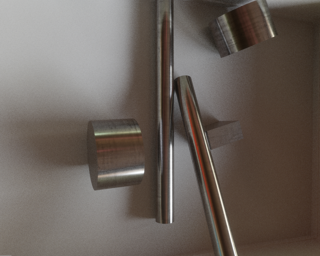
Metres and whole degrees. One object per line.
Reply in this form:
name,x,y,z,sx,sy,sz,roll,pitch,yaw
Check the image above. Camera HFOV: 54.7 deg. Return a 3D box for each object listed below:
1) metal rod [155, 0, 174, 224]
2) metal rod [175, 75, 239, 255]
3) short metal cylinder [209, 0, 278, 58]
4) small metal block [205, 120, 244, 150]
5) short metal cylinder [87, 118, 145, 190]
metal rod,0.006,-0.025,0.413,0.025,0.025,0.298,0,90,-20
metal rod,0.058,0.069,0.365,0.025,0.025,0.299,-2,64,-20
short metal cylinder,0.113,-0.135,0.424,0.081,0.080,0.050,-26,99,-18
small metal block,0.077,0.009,0.427,0.050,0.050,0.025,-17,96,-20
short metal cylinder,-0.054,0.030,0.362,0.050,0.080,0.079,-4,92,-20
